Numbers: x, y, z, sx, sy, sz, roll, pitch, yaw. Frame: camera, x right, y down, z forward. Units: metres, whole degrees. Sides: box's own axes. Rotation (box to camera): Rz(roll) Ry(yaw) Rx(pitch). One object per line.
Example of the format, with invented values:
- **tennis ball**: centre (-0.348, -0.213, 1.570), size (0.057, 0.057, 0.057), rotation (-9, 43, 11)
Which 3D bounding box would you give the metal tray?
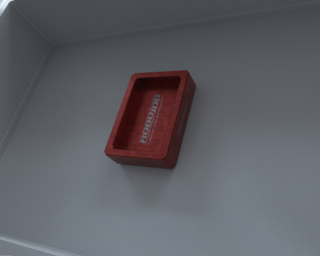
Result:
- **metal tray**: centre (-0.011, -0.014, 0.412), size (0.090, 0.030, 0.130), rotation (2, 62, 28)
